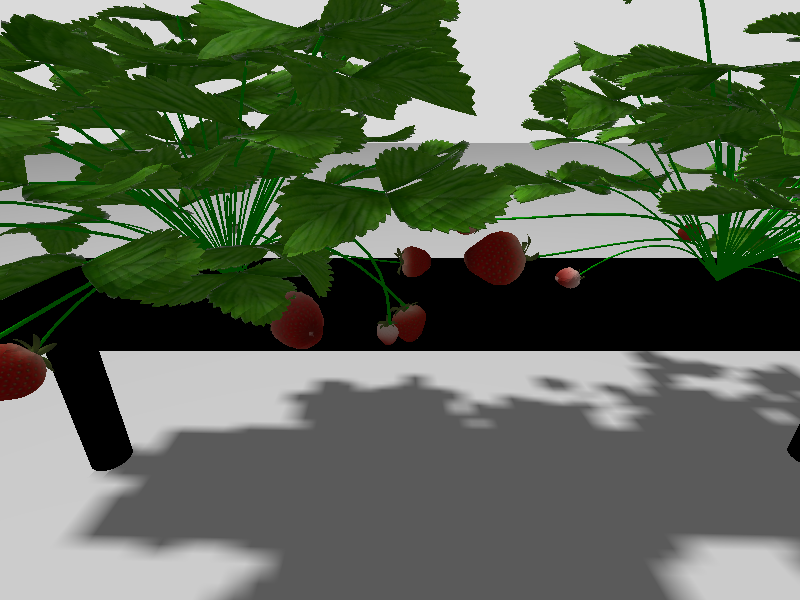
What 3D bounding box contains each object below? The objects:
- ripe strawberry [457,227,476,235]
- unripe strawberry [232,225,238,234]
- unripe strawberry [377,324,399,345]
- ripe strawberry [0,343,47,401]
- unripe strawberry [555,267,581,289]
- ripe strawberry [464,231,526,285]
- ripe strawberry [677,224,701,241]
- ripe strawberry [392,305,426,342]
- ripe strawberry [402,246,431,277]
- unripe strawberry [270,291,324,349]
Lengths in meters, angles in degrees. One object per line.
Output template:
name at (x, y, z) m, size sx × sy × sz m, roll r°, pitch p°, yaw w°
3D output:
ripe strawberry at (0.084, -0.110, 0.527) m, size 0.044 × 0.046 × 0.040 m, roll 18°, pitch 29°, yaw 37°
unripe strawberry at (-0.211, -0.090, 0.510) m, size 0.011 × 0.011 × 0.010 m, roll -8°, pitch 25°, yaw -18°
unripe strawberry at (-0.008, 0.021, 0.252) m, size 0.015 × 0.015 × 0.014 m, roll 19°, pitch 30°, yaw 37°
ripe strawberry at (-0.203, 0.038, 0.205) m, size 0.032 × 0.027 × 0.032 m, roll 6°, pitch 31°, yaw 14°
unripe strawberry at (0.146, -0.019, 0.349) m, size 0.019 × 0.019 × 0.021 m, roll -5°, pitch 24°, yaw -7°
ripe strawberry at (0.084, -0.038, 0.357) m, size 0.052 × 0.045 × 0.052 m, roll -1°, pitch 23°, yaw -1°
ripe strawberry at (0.357, -0.083, 0.494) m, size 0.025 × 0.021 × 0.025 m, roll 10°, pitch 15°, yaw 22°
ripe strawberry at (0.006, 0.016, 0.265) m, size 0.023 × 0.023 × 0.025 m, roll -12°, pitch 12°, yaw 40°
ripe strawberry at (0.015, -0.036, 0.374) m, size 0.029 × 0.030 × 0.026 m, roll 0°, pitch 23°, yaw -3°
unripe strawberry at (-0.063, 0.014, 0.249) m, size 0.033 × 0.038 × 0.036 m, roll -16°, pitch 29°, yaw -33°
